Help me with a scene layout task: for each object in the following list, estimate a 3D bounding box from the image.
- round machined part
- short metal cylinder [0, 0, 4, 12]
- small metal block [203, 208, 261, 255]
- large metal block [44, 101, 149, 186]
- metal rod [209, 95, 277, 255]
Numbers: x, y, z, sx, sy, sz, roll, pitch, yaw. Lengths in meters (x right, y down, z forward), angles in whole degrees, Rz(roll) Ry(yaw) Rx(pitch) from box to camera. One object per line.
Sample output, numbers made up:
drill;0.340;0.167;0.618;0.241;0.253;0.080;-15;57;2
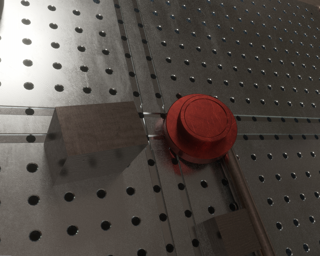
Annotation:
round machined part;0.056;-0.005;0.414;0.099;0.042;0.098;3;64;-7
short metal cylinder;-0.234;-0.181;0.377;0.081;0.050;0.080;14;56;-21
small metal block;0.088;0.131;0.378;0.050;0.025;0.050;-4;64;-31
large metal block;-0.070;0.017;0.326;0.081;0.080;0.050;-8;66;-32
metal rod;0.110;0.088;0.415;0.025;0.025;0.299;-3;63;-30
